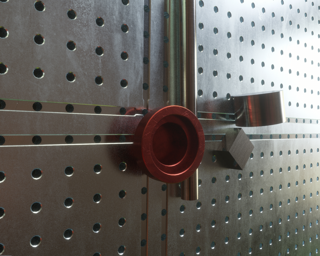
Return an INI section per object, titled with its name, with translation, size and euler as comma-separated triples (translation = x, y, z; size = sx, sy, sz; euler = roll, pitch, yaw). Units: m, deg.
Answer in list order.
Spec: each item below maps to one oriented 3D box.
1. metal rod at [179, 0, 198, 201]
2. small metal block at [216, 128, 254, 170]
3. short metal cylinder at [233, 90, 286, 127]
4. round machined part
[metal rod]
translation = 0.041, -0.047, 0.445
size = 0.025, 0.025, 0.298
euler = -1, 91, -40
[small metal block]
translation = 0.127, 0.035, 0.519
size = 0.050, 0.025, 0.050
euler = 50, 61, -29
[short metal cylinder]
translation = 0.164, -0.033, 0.514
size = 0.081, 0.080, 0.050
euler = -13, 99, -40
[round machined part]
translation = 0.008, 0.020, 0.402
size = 0.099, 0.042, 0.097
euler = -1, 91, -34
